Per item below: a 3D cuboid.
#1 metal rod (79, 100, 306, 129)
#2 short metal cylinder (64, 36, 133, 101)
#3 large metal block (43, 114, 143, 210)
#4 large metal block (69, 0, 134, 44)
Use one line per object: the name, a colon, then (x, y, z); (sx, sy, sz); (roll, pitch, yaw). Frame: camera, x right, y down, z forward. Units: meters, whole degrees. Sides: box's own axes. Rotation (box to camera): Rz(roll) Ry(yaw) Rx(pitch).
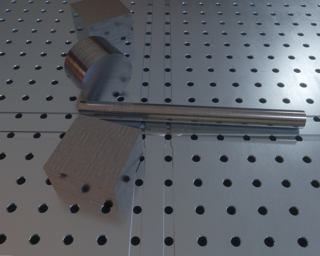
metal rod: (0.042, -0.019, 0.423); (0.302, 0.025, 0.025); (3, 50, 2)
short metal cylinder: (-0.087, -0.082, 0.440); (0.081, 0.080, 0.050); (-31, 57, -23)
large metal block: (-0.072, 0.037, 0.359); (0.080, 0.050, 0.080); (14, 51, 11)
large metal block: (-0.102, -0.190, 0.549); (0.081, 0.050, 0.080); (-25, 55, -20)
